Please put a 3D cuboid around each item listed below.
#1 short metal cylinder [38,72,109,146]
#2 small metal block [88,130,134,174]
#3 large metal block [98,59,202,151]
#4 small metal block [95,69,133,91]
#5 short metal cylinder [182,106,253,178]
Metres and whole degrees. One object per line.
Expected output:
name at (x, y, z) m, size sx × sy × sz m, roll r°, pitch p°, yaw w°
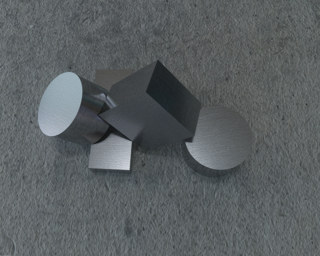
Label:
short metal cylinder at (-0.104, -0.022, 0.384) m, size 0.080 × 0.050 × 0.080 m, roll -13°, pitch 67°, yaw 33°
small metal block at (-0.061, 0.031, 0.397) m, size 0.050 × 0.025 × 0.050 m, roll 3°, pitch 70°, yaw 0°
large metal block at (-0.011, -0.022, 0.368) m, size 0.080 × 0.080 × 0.050 m, roll 41°, pitch 48°, yaw -30°
small metal block at (-0.063, -0.053, 0.428) m, size 0.050 × 0.025 × 0.050 m, roll -1°, pitch 70°, yaw -1°
short metal cylinder at (0.069, 0.019, 0.390) m, size 0.081 × 0.050 × 0.080 m, roll 0°, pitch 70°, yaw 0°
